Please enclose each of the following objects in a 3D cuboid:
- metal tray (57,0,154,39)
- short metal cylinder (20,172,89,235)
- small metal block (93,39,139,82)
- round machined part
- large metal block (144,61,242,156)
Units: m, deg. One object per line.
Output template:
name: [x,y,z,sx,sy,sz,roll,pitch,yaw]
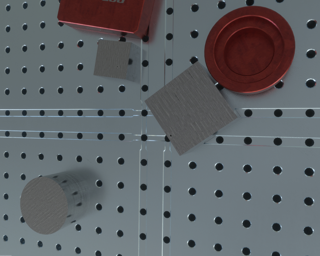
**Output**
metal tray: [-0.075,-0.182,0.435,0.130,0.030,0.089,15,95,19]
short metal cylinder: [-0.153,0.107,0.452,0.080,0.050,0.079,0,90,19]
small metal block: [-0.061,-0.094,0.433,0.050,0.025,0.050,11,94,19]
round machined part: [0.105,-0.088,0.366,0.098,0.042,0.097,0,90,19]
large metal block: [0.042,-0.022,0.384,0.080,0.050,0.080,-36,79,16]
